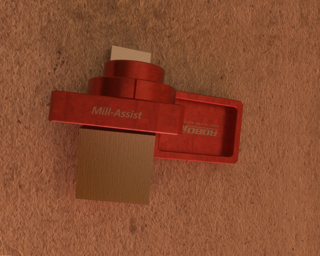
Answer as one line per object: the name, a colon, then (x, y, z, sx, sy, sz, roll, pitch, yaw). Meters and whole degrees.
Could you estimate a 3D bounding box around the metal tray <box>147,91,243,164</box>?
metal tray: (0.048, 0.000, 0.426, 0.131, 0.030, 0.089, 7, 88, -20)

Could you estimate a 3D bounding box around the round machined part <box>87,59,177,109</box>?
round machined part: (-0.030, -0.048, 0.349, 0.099, 0.098, 0.042, 6, 88, -20)

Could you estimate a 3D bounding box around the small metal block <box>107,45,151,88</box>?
small metal block: (-0.042, -0.073, 0.396, 0.050, 0.025, 0.050, 7, 88, -20)

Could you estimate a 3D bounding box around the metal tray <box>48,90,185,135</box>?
metal tray: (-0.043, -0.014, 0.342, 0.131, 0.090, 0.030, 6, 89, -2)

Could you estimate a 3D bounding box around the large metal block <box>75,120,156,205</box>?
large metal block: (-0.049, 0.038, 0.360, 0.081, 0.050, 0.079, 6, 101, -3)
